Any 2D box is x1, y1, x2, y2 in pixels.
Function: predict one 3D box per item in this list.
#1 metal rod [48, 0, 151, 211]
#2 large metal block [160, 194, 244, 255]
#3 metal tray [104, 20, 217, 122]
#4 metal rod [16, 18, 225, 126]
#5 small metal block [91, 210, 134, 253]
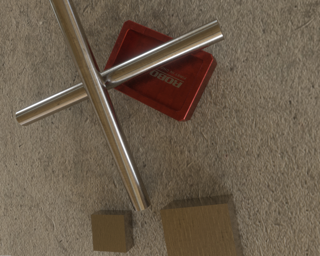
[{"bbox_3d":[-0.073,-0.031,0.382,0.025,0.025,0.298,-15,105,19],"label":"metal rod"},{"bbox_3d":[0.052,0.130,0.377,0.080,0.050,0.080,-11,87,19],"label":"large metal block"},{"bbox_3d":[-0.004,-0.075,0.406,0.130,0.030,0.090,28,99,17],"label":"metal tray"},{"bbox_3d":[-0.065,-0.063,0.398,0.300,0.025,0.025,-20,84,19],"label":"metal rod"},{"bbox_3d":[-0.066,0.143,0.431,0.050,0.025,0.050,-5,89,19],"label":"small metal block"}]
